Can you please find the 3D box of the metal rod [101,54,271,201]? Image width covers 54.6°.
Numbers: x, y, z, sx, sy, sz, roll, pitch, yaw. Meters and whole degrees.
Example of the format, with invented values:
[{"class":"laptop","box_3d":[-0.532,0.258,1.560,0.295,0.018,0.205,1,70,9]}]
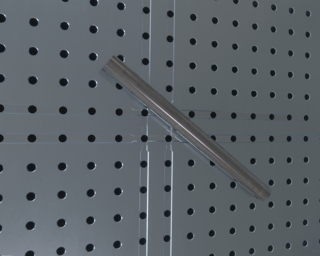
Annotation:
[{"class":"metal rod","box_3d":[0.047,0.009,0.429,0.301,0.025,0.025,39,78,-16]}]
